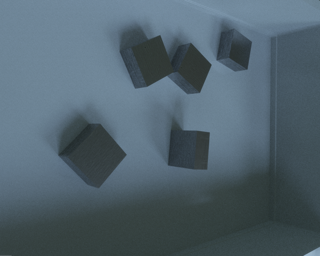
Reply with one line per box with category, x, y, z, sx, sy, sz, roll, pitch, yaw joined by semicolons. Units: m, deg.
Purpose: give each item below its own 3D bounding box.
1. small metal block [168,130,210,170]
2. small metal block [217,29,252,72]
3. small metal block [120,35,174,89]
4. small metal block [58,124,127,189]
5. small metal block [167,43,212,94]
small metal block;0.039;0.029;0.423;0.025;0.050;0.050;8;85;-40
small metal block;0.123;-0.127;0.509;0.050;0.025;0.050;19;78;-39
small metal block;-0.016;-0.084;0.393;0.050;0.025;0.050;-35;112;-34
small metal block;-0.074;0.030;0.345;0.050;0.025;0.050;-51;120;-28
small metal block;0.041;-0.083;0.441;0.050;0.025;0.050;37;67;-34
